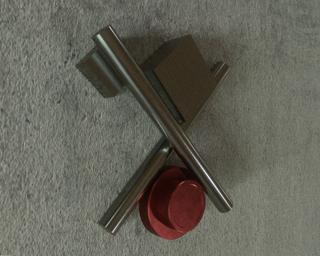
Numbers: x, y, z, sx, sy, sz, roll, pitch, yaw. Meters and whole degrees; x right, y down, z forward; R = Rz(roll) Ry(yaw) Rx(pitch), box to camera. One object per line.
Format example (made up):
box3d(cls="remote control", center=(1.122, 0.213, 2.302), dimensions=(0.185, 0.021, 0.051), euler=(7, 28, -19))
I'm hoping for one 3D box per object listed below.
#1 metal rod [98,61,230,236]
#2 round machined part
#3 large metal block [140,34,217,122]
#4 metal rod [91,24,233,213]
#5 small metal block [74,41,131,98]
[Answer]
box3d(cls="metal rod", center=(0.019, 0.011, 0.426), dimensions=(0.025, 0.025, 0.301), euler=(53, 59, -28))
box3d(cls="round machined part", center=(0.024, 0.101, 0.417), dimensions=(0.099, 0.042, 0.097), euler=(0, 90, -40))
box3d(cls="large metal block", center=(0.020, -0.064, 0.410), dimensions=(0.080, 0.050, 0.080), euler=(-49, 120, -29))
box3d(cls="metal rod", center=(0.017, 0.007, 0.390), dimensions=(0.025, 0.025, 0.300), euler=(-51, 120, -28))
box3d(cls="small metal block", center=(-0.060, -0.070, 0.358), dimensions=(0.050, 0.025, 0.050), euler=(51, 60, -28))
